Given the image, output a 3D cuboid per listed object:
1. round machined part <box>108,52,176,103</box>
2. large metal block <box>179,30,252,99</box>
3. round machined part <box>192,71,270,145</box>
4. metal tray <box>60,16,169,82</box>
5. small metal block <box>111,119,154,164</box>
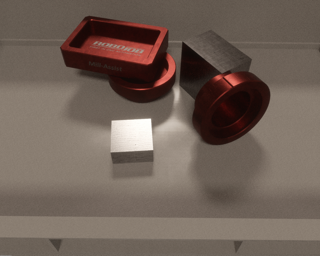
[{"bbox_3d":[-0.026,-0.075,0.457,0.099,0.042,0.098,0,50,0],"label":"round machined part"},{"bbox_3d":[0.073,-0.077,0.435,0.050,0.080,0.080,-27,56,-21],"label":"large metal block"},{"bbox_3d":[0.082,-0.029,0.383,0.099,0.097,0.042,-20,48,-16],"label":"round machined part"},{"bbox_3d":[-0.062,-0.116,0.444,0.131,0.030,0.090,12,51,10],"label":"metal tray"},{"bbox_3d":[-0.035,0.016,0.391,0.050,0.025,0.050,-3,50,-3],"label":"small metal block"}]
